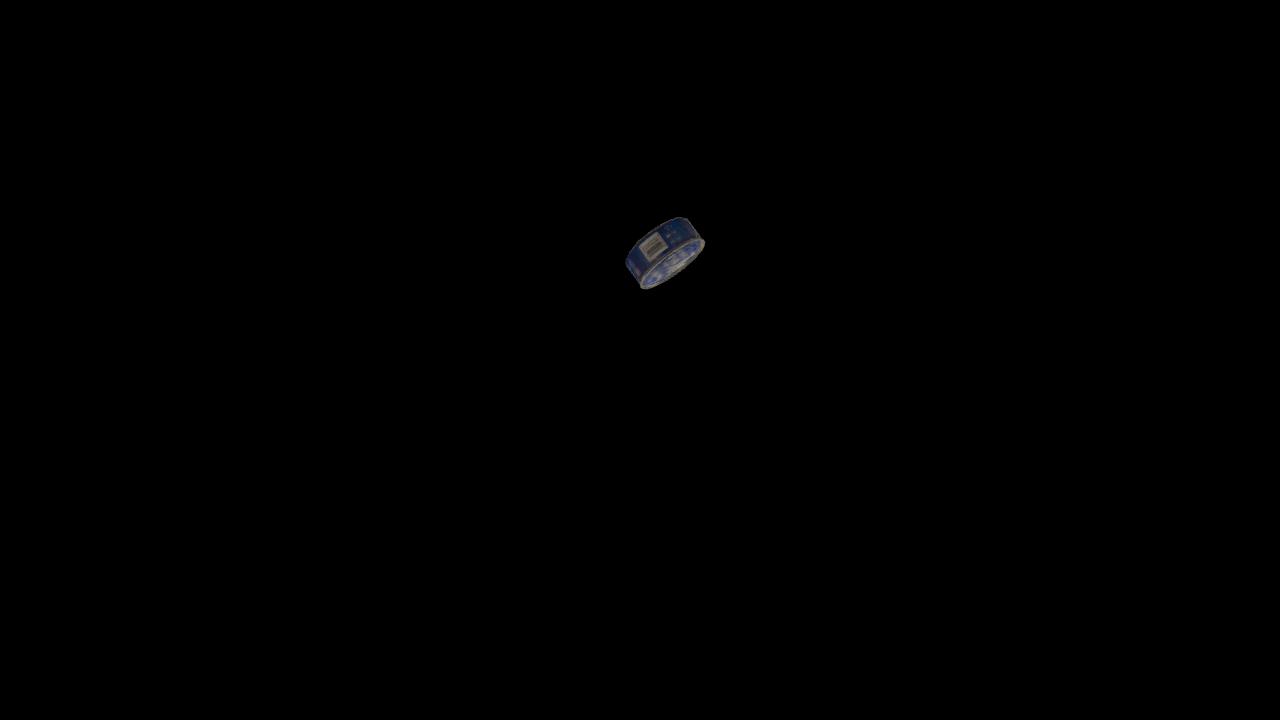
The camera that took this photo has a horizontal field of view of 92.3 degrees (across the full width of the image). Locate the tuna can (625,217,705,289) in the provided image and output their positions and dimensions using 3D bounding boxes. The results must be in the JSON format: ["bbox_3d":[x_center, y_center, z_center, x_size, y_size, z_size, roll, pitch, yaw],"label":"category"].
[{"bbox_3d":[0.026,-0.114,0.658,0.084,0.034,0.084,-34,-9,-6],"label":"tuna can"}]
